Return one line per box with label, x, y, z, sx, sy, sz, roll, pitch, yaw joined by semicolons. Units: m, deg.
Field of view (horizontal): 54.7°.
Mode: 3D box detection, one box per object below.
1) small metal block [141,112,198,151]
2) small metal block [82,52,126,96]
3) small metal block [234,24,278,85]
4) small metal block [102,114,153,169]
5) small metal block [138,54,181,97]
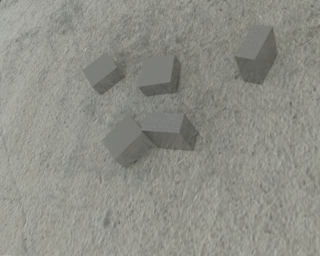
small metal block;0.013;0.005;0.377;0.050;0.050;0.025;3;64;29
small metal block;-0.092;-0.089;0.505;0.050;0.025;0.050;-38;51;2
small metal block;0.119;-0.089;0.379;0.025;0.050;0.050;21;73;35
small metal block;-0.042;0.017;0.406;0.050;0.025;0.050;-45;40;2
small metal block;0.000;-0.076;0.449;0.050;0.025;0.050;-5;59;25
